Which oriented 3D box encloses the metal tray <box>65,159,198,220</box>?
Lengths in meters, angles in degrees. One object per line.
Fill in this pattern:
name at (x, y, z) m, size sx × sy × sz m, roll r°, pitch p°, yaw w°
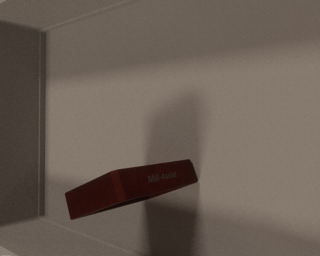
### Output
metal tray at (-0.029, 0.069, 0.361) m, size 0.090 × 0.131 × 0.030 m, roll -28°, pitch 73°, yaw 36°
